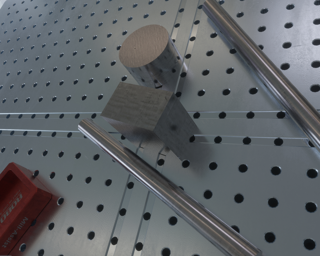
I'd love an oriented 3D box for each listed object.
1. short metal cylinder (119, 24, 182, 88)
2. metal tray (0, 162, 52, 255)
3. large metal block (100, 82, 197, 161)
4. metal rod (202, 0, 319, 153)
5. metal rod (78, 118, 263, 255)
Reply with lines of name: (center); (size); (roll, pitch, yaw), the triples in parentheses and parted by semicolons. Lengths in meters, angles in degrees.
short metal cylinder: (-0.014, -0.108, 0.466); (0.080, 0.050, 0.080); (-13, 56, 21)
metal tray: (-0.228, 0.125, 0.448); (0.090, 0.030, 0.130); (28, 77, 37)
large metal block: (-0.012, -0.008, 0.384); (0.080, 0.080, 0.050); (16, 70, 34)
metal rod: (0.126, -0.083, 0.393); (0.025, 0.025, 0.300); (-31, 52, 9)
metal rod: (-0.013, 0.060, 0.378); (0.300, 0.025, 0.025); (33, 80, 38)
